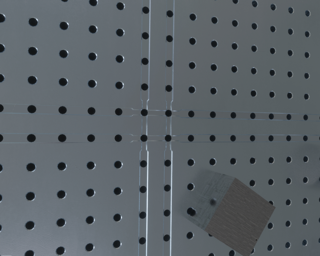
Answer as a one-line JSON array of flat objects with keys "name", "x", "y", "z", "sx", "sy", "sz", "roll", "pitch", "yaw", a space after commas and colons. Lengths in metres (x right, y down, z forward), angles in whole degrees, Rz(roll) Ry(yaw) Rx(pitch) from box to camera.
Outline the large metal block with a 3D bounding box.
[{"name": "large metal block", "x": 0.100, "y": 0.120, "z": 0.436, "sx": 0.080, "sy": 0.050, "sz": 0.080, "roll": 37, "pitch": 78, "yaw": -17}]
